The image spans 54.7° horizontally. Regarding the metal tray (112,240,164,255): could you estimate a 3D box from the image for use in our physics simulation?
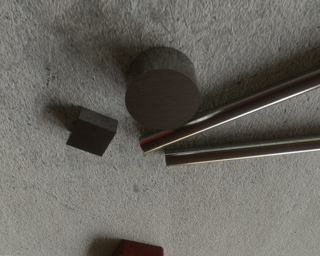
[{"bbox_3d":[-0.058,0.285,0.646,0.091,0.030,0.129,18,128,-15],"label":"metal tray"}]

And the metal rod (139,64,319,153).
[{"bbox_3d":[0.111,-0.030,0.382,0.300,0.025,0.025,-22,127,17],"label":"metal rod"}]

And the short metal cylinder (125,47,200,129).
[{"bbox_3d":[0.002,-0.045,0.353,0.081,0.050,0.079,0,130,0],"label":"short metal cylinder"}]

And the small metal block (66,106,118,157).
[{"bbox_3d":[-0.090,0.006,0.411,0.050,0.025,0.050,22,127,-19],"label":"small metal block"}]

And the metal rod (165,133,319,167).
[{"bbox_3d":[0.158,0.026,0.431,0.302,0.025,0.025,-6,130,5],"label":"metal rod"}]
